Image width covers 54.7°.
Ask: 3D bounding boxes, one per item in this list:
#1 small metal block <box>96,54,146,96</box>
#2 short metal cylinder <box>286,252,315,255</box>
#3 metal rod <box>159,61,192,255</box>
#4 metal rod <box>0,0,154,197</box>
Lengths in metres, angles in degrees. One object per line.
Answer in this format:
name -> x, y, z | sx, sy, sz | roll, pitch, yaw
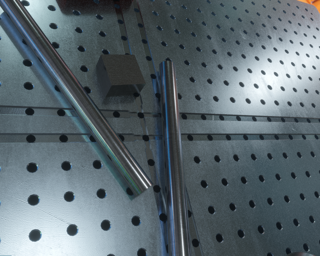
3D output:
small metal block -> -0.054, -0.073, 0.425 | 0.050, 0.025, 0.050 | -8, 66, -32
short metal cylinder -> 0.167, 0.190, 0.349 | 0.050, 0.080, 0.080 | -32, 80, -38
metal rod -> 0.017, 0.035, 0.397 | 0.025, 0.025, 0.299 | 11, 57, -23
metal rod -> -0.107, -0.046, 0.379 | 0.025, 0.025, 0.299 | -30, 79, -38
